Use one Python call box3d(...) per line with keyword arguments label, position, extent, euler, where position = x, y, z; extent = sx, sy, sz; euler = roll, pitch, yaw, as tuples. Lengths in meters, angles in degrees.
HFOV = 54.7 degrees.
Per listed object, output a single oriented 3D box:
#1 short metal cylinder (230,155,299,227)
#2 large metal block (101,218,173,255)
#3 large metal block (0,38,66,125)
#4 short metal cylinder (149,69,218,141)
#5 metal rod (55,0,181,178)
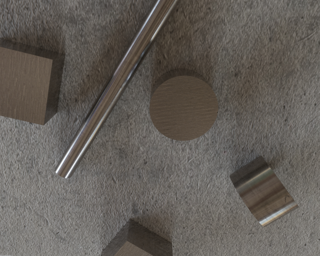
box3d(label="short metal cylinder", position=(0.137, 0.083, 0.412), extent=(0.050, 0.080, 0.080), euler=(-36, 106, 12))
box3d(label="large metal block", position=(-0.037, 0.199, 0.469), extent=(0.080, 0.050, 0.080), euler=(35, 106, -12))
box3d(label="large metal block", position=(-0.167, -0.057, 0.374), extent=(0.080, 0.050, 0.079), euler=(13, 110, -5))
box3d(label="short metal cylinder", position=(0.028, -0.030, 0.386), extent=(0.081, 0.050, 0.079), euler=(0, 110, 0))
box3d(label="metal rod", position=(-0.053, -0.057, 0.388), extent=(0.025, 0.025, 0.299), euler=(31, 107, -11))
